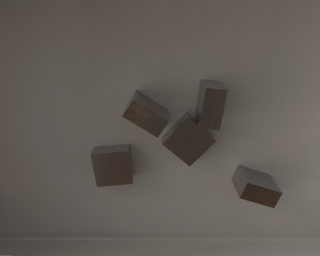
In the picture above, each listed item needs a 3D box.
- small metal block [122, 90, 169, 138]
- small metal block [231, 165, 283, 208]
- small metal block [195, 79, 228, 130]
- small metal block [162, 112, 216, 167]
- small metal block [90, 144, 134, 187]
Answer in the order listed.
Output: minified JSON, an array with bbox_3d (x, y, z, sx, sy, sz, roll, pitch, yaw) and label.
[{"bbox_3d":[-0.017,-0.019,0.391,0.050,0.050,0.025,31,107,-11],"label":"small metal block"},{"bbox_3d":[0.133,0.080,0.430,0.050,0.050,0.025,17,109,-7],"label":"small metal block"},{"bbox_3d":[0.062,-0.030,0.388,0.025,0.050,0.050,6,110,-3],"label":"small metal block"},{"bbox_3d":[0.038,0.015,0.417,0.050,0.025,0.050,40,105,-14],"label":"small metal block"},{"bbox_3d":[-0.065,0.052,0.430,0.050,0.025,0.050,-6,110,1],"label":"small metal block"}]
